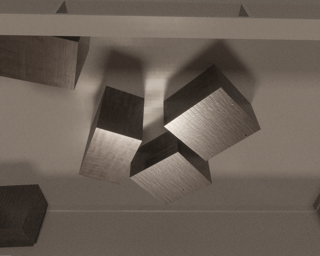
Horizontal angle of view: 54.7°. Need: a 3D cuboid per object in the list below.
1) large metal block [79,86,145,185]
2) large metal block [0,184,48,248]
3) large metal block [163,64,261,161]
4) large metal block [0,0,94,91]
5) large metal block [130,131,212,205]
[{"bbox_3d":[-0.058,0.009,0.380,0.050,0.080,0.079,17,128,-15],"label":"large metal block"},{"bbox_3d":[-0.235,0.138,0.487,0.080,0.080,0.050,-3,130,2],"label":"large metal block"},{"bbox_3d":[0.061,-0.016,0.380,0.080,0.050,0.080,-35,122,25],"label":"large metal block"},{"bbox_3d":[-0.114,-0.086,0.298,0.081,0.080,0.050,11,129,-10],"label":"large metal block"},{"bbox_3d":[0.015,0.056,0.441,0.080,0.050,0.080,-31,124,23],"label":"large metal block"}]
